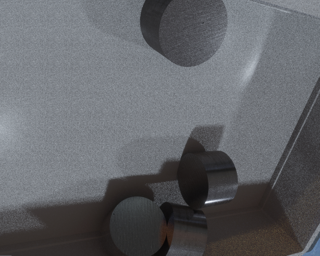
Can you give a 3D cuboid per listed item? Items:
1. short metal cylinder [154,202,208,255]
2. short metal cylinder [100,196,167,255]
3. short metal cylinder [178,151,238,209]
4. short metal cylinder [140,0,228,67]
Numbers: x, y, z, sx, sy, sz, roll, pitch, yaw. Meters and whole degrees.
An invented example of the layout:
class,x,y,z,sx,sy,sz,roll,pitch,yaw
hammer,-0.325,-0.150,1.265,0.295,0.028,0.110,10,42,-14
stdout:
class,x,y,z,sx,sy,sz,roll,pitch,yaw
short metal cylinder,0.026,0.151,0.446,0.050,0.080,0.079,16,111,-18
short metal cylinder,-0.037,0.142,0.431,0.081,0.080,0.050,-2,153,-28
short metal cylinder,0.068,0.075,0.456,0.050,0.080,0.079,-3,120,-27
short metal cylinder,0.025,-0.113,0.336,0.081,0.050,0.079,-14,124,-21
